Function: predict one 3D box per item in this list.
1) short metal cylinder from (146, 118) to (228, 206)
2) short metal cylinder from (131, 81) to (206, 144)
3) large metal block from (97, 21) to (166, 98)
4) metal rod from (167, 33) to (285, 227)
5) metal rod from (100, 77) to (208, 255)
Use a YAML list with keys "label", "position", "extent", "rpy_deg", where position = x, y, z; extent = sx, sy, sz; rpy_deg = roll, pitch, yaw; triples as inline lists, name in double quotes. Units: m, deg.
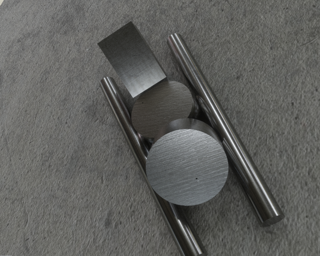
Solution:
- label: "short metal cylinder"
  position: [0.028, 0.034, 0.327]
  extent: [0.080, 0.080, 0.050]
  rpy_deg: [-28, 10, 10]
- label: "short metal cylinder"
  position: [0.011, -0.012, 0.391]
  extent: [0.080, 0.050, 0.080]
  rpy_deg: [-13, 56, 21]
- label: "large metal block"
  position: [-0.034, -0.093, 0.425]
  extent: [0.050, 0.080, 0.080]
  rpy_deg: [-32, 10, 8]
- label: "metal rod"
  position: [0.065, -0.023, 0.385]
  extent: [0.025, 0.025, 0.299]
  rpy_deg: [-28, 52, 10]
- label: "metal rod"
  position: [-0.024, 0.029, 0.399]
  extent: [0.025, 0.025, 0.300]
  rpy_deg: [-35, 51, 5]
